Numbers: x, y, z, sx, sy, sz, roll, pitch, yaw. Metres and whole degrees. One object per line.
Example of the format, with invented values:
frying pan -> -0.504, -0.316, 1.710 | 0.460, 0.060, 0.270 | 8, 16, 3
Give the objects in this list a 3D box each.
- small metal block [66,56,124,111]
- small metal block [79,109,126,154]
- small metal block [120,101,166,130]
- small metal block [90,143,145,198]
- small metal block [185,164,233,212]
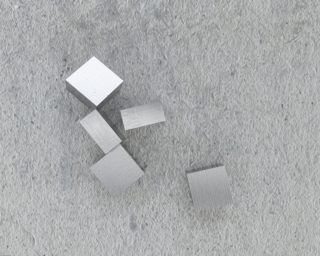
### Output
small metal block -> -0.084, -0.055, 0.399 | 0.050, 0.025, 0.050 | 40, 64, 1
small metal block -> -0.071, 0.004, 0.397 | 0.025, 0.050, 0.050 | -39, 91, 0
small metal block -> -0.020, -0.015, 0.397 | 0.050, 0.050, 0.025 | -14, 90, 0
small metal block -> -0.055, 0.055, 0.409 | 0.050, 0.025, 0.050 | -39, 90, 0
small metal block -> 0.064, 0.078, 0.410 | 0.050, 0.025, 0.050 | -13, 90, 0
